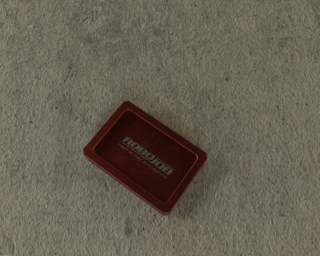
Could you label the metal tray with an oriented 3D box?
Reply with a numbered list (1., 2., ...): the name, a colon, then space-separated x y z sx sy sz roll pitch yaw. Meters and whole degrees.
1. metal tray: -0.018 0.036 0.393 0.130 0.030 0.090 34 73 11
